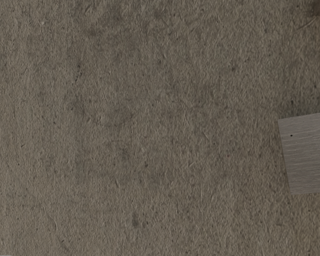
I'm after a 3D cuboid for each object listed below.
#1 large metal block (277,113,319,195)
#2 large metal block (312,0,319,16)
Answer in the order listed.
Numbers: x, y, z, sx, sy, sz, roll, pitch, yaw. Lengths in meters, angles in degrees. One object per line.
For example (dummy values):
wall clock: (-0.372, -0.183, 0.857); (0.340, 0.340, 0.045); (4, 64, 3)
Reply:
large metal block: (0.175, 0.024, 0.334); (0.080, 0.050, 0.080); (-10, 87, 19)
large metal block: (0.203, -0.151, 0.308); (0.080, 0.080, 0.050); (6, 92, 20)
